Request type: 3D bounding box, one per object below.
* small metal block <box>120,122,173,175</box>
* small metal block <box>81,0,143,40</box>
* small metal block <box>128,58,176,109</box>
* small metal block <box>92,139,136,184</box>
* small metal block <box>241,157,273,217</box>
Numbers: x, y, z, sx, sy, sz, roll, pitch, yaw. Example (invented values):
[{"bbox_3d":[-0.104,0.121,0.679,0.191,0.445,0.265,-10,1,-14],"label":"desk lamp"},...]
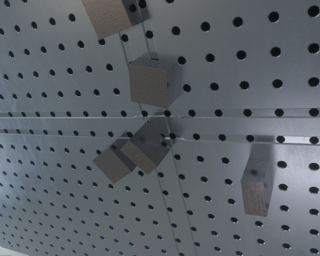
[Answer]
[{"bbox_3d":[-0.017,0.027,0.421,0.050,0.050,0.025,43,129,-2],"label":"small metal block"},{"bbox_3d":[-0.056,-0.136,0.357,0.050,0.025,0.050,-10,113,32],"label":"small metal block"},{"bbox_3d":[-0.009,-0.056,0.382,0.050,0.025,0.050,13,124,21],"label":"small metal block"},{"bbox_3d":[-0.069,0.052,0.480,0.050,0.025,0.050,48,129,-6],"label":"small metal block"},{"bbox_3d":[0.119,0.070,0.376,0.025,0.050,0.050,1,119,28],"label":"small metal block"}]
